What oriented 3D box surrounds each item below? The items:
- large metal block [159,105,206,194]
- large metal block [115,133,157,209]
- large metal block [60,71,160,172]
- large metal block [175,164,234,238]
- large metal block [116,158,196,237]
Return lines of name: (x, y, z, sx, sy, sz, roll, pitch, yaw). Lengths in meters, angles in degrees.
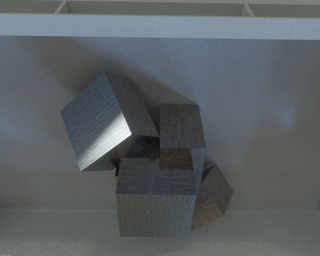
large metal block: (0.024, 0.027, 0.392, 0.050, 0.080, 0.079, 1, 130, -1)
large metal block: (-0.029, 0.063, 0.424, 0.050, 0.080, 0.079, 1, 130, -1)
large metal block: (-0.059, -0.005, 0.357, 0.080, 0.080, 0.050, -35, 157, 26)
large metal block: (0.053, 0.103, 0.449, 0.080, 0.080, 0.050, -34, 87, 25)
large metal block: (-0.005, 0.080, 0.353, 0.081, 0.050, 0.079, 1, 130, -1)
